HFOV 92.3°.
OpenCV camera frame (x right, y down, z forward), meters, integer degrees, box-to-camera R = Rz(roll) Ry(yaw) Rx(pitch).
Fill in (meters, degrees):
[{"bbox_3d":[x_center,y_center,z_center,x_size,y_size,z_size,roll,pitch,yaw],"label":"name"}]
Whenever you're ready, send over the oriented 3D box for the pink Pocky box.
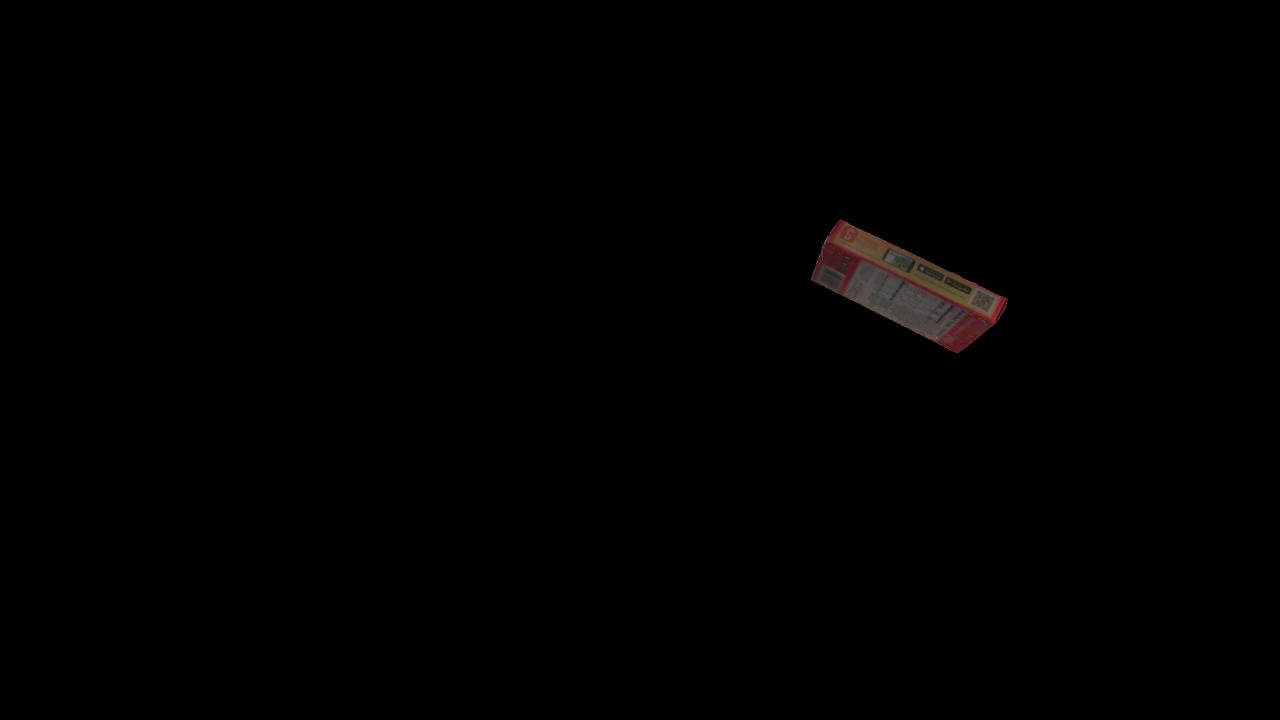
[{"bbox_3d":[0.237,-0.065,0.559,0.155,0.029,0.084,30,-11,15],"label":"pink Pocky box"}]
